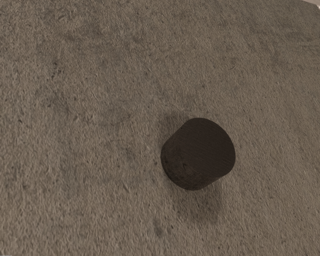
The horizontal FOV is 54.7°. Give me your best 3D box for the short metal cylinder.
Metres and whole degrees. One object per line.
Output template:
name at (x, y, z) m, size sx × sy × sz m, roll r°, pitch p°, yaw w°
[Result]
short metal cylinder at (0.048, 0.034, 0.395) m, size 0.081 × 0.050 × 0.080 m, roll 14°, pitch 56°, yaw -21°
